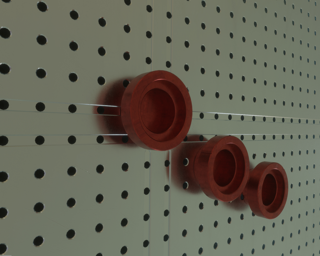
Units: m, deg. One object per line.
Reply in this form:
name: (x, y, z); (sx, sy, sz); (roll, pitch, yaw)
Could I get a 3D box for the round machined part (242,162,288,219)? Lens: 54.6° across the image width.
round machined part: (0.183, 0.108, 0.550); (0.099, 0.042, 0.097); (0, 90, -40)

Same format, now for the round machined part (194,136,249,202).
round machined part: (0.090, 0.060, 0.472); (0.099, 0.042, 0.097); (0, 90, -40)

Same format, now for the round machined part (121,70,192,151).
round machined part: (-0.008, -0.021, 0.390); (0.099, 0.042, 0.097); (0, 90, -40)
